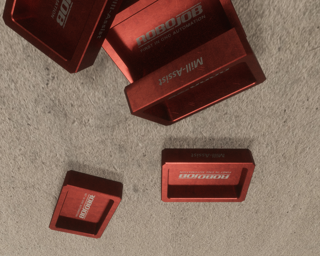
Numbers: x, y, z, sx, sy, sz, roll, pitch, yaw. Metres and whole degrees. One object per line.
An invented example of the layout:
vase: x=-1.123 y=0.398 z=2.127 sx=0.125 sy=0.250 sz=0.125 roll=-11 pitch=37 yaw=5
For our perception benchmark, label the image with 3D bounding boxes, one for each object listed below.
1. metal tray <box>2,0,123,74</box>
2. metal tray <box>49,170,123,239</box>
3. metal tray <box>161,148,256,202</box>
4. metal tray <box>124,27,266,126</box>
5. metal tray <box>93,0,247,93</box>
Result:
metal tray: x=-0.081 y=-0.125 z=0.272 sx=0.090 sy=0.030 sz=0.129 roll=37 pitch=124 yaw=2
metal tray: x=-0.124 y=0.131 z=0.513 sx=0.091 sy=0.030 sz=0.129 roll=17 pitch=128 yaw=-15
metal tray: x=0.067 y=0.073 z=0.466 sx=0.131 sy=0.030 sz=0.089 roll=0 pitch=130 yaw=-1
metal tray: x=0.040 y=-0.047 z=0.332 sx=0.130 sy=0.030 sz=0.090 roll=-25 pitch=162 yaw=21
metal tray: x=0.010 y=-0.101 z=0.318 sx=0.130 sy=0.030 sz=0.090 roll=-24 pitch=127 yaw=19
